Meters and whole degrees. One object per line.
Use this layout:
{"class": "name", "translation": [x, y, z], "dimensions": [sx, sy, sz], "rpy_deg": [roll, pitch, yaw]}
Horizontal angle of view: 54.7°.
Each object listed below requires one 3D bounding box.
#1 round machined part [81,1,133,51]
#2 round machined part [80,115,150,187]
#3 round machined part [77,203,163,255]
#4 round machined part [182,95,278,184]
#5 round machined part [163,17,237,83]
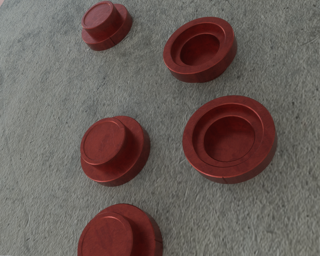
{"class": "round machined part", "translation": [-0.103, -0.192, 0.566], "dimensions": [0.098, 0.042, 0.098], "rpy_deg": [-13, 56, 21]}
{"class": "round machined part", "translation": [-0.066, 0.025, 0.412], "dimensions": [0.098, 0.042, 0.098], "rpy_deg": [-13, 56, 21]}
{"class": "round machined part", "translation": [-0.050, 0.130, 0.339], "dimensions": [0.098, 0.042, 0.098], "rpy_deg": [-13, 56, 21]}
{"class": "round machined part", "translation": [0.078, 0.016, 0.342], "dimensions": [0.098, 0.042, 0.098], "rpy_deg": [-13, 56, 21]}
{"class": "round machined part", "translation": [0.057, -0.101, 0.425], "dimensions": [0.098, 0.042, 0.098], "rpy_deg": [-13, 56, 21]}
